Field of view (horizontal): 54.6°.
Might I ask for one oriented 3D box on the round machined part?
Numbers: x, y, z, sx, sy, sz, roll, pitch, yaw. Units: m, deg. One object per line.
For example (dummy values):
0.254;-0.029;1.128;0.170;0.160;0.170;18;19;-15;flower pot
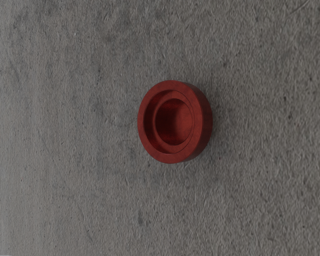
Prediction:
0.022;-0.007;0.377;0.098;0.042;0.097;0;90;40;round machined part
